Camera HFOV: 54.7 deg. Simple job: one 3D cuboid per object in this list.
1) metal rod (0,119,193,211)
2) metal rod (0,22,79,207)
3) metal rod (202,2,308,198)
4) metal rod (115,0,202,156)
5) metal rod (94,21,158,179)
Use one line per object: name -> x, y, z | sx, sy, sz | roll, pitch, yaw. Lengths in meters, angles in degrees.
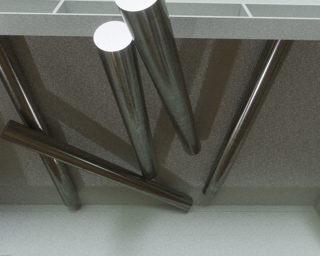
metal rod -> -0.069, 0.063, 0.443 | 0.301, 0.025, 0.025 | 29, 125, -30
metal rod -> -0.161, 0.006, 0.411 | 0.025, 0.025, 0.298 | -5, 130, 3
metal rod -> 0.108, -0.009, 0.403 | 0.025, 0.025, 0.298 | 8, 130, -7
metal rod -> 0.017, -0.022, 0.297 | 0.025, 0.025, 0.300 | -10, 159, 8
metal rod -> -0.022, 0.004, 0.332 | 0.025, 0.025, 0.299 | -3, 155, 2
